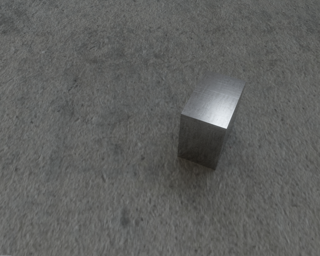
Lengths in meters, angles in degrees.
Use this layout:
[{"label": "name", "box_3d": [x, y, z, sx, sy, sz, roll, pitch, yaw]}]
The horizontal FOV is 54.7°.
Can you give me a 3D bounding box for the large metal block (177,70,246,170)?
[{"label": "large metal block", "box_3d": [0.062, -0.010, 0.376, 0.050, 0.080, 0.080, 19, 53, 15]}]
